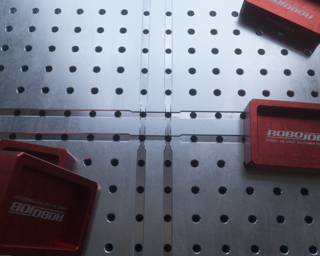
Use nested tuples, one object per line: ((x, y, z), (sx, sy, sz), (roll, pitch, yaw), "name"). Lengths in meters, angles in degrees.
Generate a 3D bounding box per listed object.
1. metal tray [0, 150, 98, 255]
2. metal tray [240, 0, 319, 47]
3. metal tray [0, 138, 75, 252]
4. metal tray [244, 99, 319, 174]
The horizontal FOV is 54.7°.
((-0.122, 0.085, 0.322), (0.030, 0.130, 0.090), (1, 68, 25), "metal tray")
((0.204, -0.192, 0.481), (0.130, 0.030, 0.090), (29, 72, 9), "metal tray")
((-0.167, 0.084, 0.376), (0.091, 0.030, 0.130), (10, 70, 3), "metal tray")
((0.180, 0.012, 0.406), (0.131, 0.030, 0.090), (4, 70, 1), "metal tray")
